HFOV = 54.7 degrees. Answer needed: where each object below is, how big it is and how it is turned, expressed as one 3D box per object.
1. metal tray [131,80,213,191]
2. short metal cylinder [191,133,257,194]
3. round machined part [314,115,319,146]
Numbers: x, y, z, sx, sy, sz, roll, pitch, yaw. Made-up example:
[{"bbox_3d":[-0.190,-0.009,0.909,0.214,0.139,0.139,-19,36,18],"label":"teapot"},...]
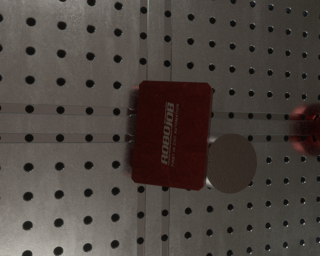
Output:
[{"bbox_3d":[0.016,0.008,0.392,0.090,0.030,0.129,4,88,15],"label":"metal tray"},{"bbox_3d":[0.086,0.047,0.433,0.081,0.050,0.079,0,90,-21],"label":"short metal cylinder"},{"bbox_3d":[0.299,0.004,0.517,0.099,0.042,0.097,0,90,-21],"label":"round machined part"}]
